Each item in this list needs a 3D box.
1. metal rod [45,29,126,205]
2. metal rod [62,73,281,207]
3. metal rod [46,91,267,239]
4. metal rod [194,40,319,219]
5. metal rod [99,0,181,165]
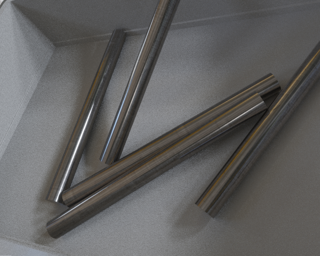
[{"bbox_3d":[-0.106,-0.032,0.478,0.025,0.025,0.300,1,62,28],"label":"metal rod"},{"bbox_3d":[0.008,0.020,0.388,0.301,0.025,0.025,-30,52,8],"label":"metal rod"},{"bbox_3d":[-0.012,0.049,0.371,0.300,0.025,0.025,-33,52,9],"label":"metal rod"},{"bbox_3d":[0.141,-0.027,0.348,0.025,0.025,0.300,33,80,38],"label":"metal rod"},{"bbox_3d":[-0.014,-0.092,0.391,0.025,0.025,0.298,29,102,37],"label":"metal rod"}]
